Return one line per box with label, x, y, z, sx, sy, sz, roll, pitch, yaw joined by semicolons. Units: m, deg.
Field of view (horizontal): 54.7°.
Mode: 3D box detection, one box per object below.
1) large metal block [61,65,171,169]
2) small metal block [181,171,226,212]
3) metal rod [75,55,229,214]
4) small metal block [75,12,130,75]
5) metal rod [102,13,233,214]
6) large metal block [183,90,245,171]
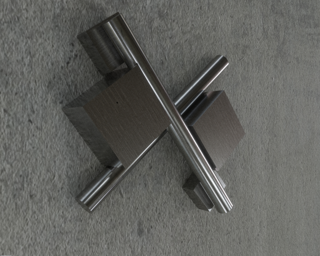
large metal block;-0.046;-0.013;0.349;0.080;0.050;0.080;-45;117;-31
small metal block;0.066;0.087;0.462;0.050;0.025;0.050;-51;120;-28
metal rod;0.007;-0.010;0.412;0.301;0.025;0.025;-46;118;-30
small metal block;-0.059;-0.097;0.357;0.050;0.025;0.050;-45;117;-31
metal rod;0.021;0.000;0.390;0.025;0.025;0.299;-47;118;-30
large metal block;0.069;0.003;0.447;0.080;0.050;0.080;-47;118;-30
